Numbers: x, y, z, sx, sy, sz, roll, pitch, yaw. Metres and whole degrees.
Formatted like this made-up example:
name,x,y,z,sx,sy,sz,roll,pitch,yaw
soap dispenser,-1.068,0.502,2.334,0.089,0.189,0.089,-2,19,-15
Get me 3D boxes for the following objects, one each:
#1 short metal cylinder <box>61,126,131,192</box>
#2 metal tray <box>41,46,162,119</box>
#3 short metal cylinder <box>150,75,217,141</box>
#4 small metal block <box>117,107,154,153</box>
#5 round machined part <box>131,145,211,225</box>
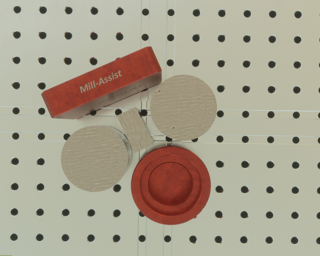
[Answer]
name,x,y,z,sx,sy,sz,roll,pitch,yaw
short metal cylinder,-0.079,0.037,0.396,0.081,0.050,0.079,0,90,0
metal tray,-0.063,-0.050,0.376,0.131,0.090,0.030,-23,90,0
short metal cylinder,0.028,-0.025,0.397,0.081,0.050,0.079,0,90,0
small metal block,-0.030,0.002,0.396,0.025,0.050,0.050,-25,90,0
round machined part,0.014,0.071,0.401,0.099,0.042,0.097,0,90,0
